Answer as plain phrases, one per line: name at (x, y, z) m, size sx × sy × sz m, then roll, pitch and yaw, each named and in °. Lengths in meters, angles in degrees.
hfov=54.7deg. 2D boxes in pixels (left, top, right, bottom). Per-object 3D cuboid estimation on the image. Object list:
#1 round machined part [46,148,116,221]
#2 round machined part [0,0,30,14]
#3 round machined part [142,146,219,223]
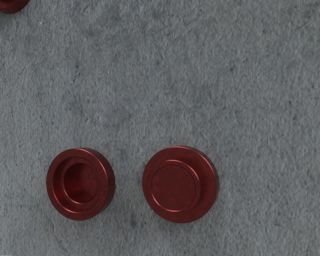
round machined part at (-0.106, 0.076, 0.436) m, size 0.098 × 0.042 × 0.097 m, roll 0°, pitch 90°, yaw 19°
round machined part at (-0.249, -0.235, 0.486) m, size 0.098 × 0.042 × 0.097 m, roll 0°, pitch 90°, yaw 19°
round machined part at (0.022, 0.072, 0.391) m, size 0.098 × 0.042 × 0.097 m, roll 0°, pitch 90°, yaw 19°
